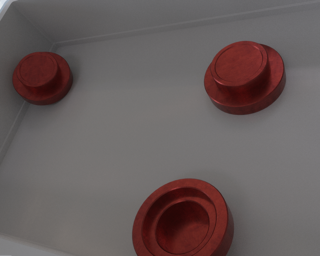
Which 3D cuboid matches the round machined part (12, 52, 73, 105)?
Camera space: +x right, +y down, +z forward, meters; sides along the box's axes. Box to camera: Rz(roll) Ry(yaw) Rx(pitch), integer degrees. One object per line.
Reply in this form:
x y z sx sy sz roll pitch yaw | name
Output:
-0.205 -0.092 0.534 0.099 0.042 0.098 0 68 -1 | round machined part

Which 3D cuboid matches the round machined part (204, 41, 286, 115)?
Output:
0.101 -0.068 0.384 0.098 0.042 0.098 -13 56 21 | round machined part

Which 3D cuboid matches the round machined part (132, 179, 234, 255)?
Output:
0.026 0.103 0.309 0.098 0.042 0.098 -18 40 16 | round machined part
